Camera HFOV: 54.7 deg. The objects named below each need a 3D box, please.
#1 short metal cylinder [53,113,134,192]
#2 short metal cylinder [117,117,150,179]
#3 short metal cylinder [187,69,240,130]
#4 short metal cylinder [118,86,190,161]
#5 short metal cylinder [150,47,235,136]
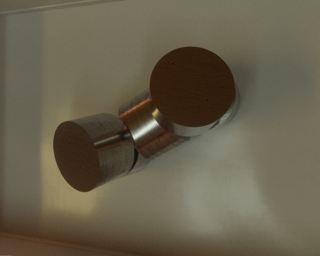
[{"bbox_3d":[-0.076,0.026,0.353,0.080,0.050,0.079,12,110,37],"label":"short metal cylinder"},{"bbox_3d":[-0.055,0.025,0.414,0.080,0.050,0.079,0,90,19],"label":"short metal cylinder"},{"bbox_3d":[0.054,-0.037,0.376,0.080,0.050,0.079,0,90,19],"label":"short metal cylinder"},{"bbox_3d":[-0.006,-0.007,0.381,0.050,0.080,0.080,-31,80,17],"label":"short metal cylinder"},{"bbox_3d":[0.030,-0.035,0.315,0.081,0.050,0.080,1,78,-2],"label":"short metal cylinder"}]
